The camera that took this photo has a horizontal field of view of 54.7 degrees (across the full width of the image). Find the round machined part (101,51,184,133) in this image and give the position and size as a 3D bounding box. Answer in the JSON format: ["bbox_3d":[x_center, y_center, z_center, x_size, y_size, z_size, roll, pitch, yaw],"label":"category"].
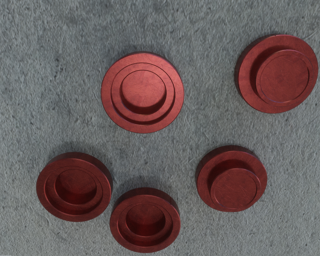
[{"bbox_3d":[-0.021,-0.046,0.384,0.099,0.042,0.097,0,110,0],"label":"round machined part"}]

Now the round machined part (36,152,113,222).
[{"bbox_3d":[-0.114,0.077,0.428,0.099,0.042,0.097,0,110,0],"label":"round machined part"}]

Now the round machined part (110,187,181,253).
[{"bbox_3d":[-0.020,0.127,0.447,0.099,0.042,0.097,0,110,0],"label":"round machined part"}]

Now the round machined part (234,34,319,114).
[{"bbox_3d":[0.145,-0.064,0.378,0.099,0.042,0.097,0,110,0],"label":"round machined part"}]

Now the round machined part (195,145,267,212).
[{"bbox_3d":[0.100,0.076,0.430,0.099,0.042,0.097,0,110,0],"label":"round machined part"}]
